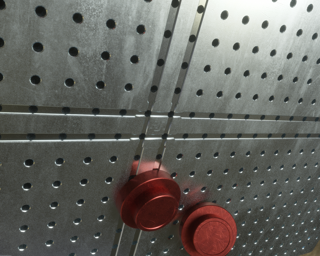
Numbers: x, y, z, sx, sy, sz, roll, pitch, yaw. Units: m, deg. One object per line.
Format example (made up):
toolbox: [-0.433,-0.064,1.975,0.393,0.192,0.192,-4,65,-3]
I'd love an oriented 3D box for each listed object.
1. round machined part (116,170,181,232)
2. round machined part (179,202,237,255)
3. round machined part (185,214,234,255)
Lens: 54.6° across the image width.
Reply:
round machined part: [-0.012,0.115,0.464,0.099,0.042,0.097,-14,124,-21]
round machined part: [0.085,0.180,0.527,0.099,0.042,0.097,0,91,-9]
round machined part: [0.100,0.215,0.587,0.099,0.042,0.097,-14,124,-21]
